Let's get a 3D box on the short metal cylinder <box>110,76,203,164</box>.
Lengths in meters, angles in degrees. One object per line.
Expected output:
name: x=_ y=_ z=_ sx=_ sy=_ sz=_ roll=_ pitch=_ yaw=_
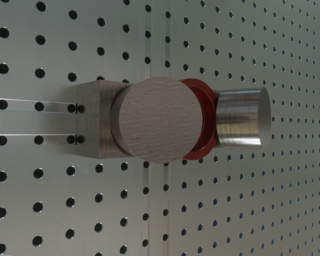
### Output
short metal cylinder: x=-0.006 y=-0.008 z=0.306 sx=0.081 sy=0.050 sz=0.079 roll=0 pitch=91 yaw=-19

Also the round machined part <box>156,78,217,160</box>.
round machined part: x=0.028 y=-0.011 z=0.383 sx=0.099 sy=0.042 sz=0.097 roll=0 pitch=90 yaw=-40

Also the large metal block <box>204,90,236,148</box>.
large metal block: x=0.070 y=-0.013 z=0.451 sx=0.081 sy=0.050 sz=0.080 roll=-1 pitch=91 yaw=-40

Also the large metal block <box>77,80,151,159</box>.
large metal block: x=-0.046 y=-0.008 z=0.354 sx=0.081 sy=0.050 sz=0.080 roll=1 pitch=90 yaw=-40

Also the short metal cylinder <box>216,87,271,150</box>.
short metal cylinder: x=0.111 y=-0.012 z=0.404 sx=0.080 sy=0.050 sz=0.080 roll=1 pitch=89 yaw=-60
